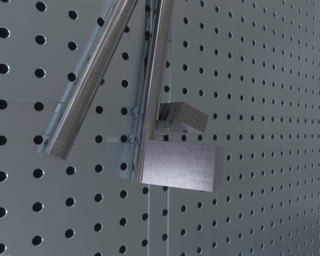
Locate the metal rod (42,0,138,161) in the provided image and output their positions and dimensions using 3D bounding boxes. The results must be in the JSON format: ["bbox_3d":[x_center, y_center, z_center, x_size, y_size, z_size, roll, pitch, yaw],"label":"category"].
[{"bbox_3d":[-0.059,-0.105,0.359,0.025,0.025,0.299,32,70,-36],"label":"metal rod"}]

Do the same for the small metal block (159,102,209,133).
[{"bbox_3d":[0.028,-0.013,0.417,0.050,0.050,0.025,24,75,-38],"label":"small metal block"}]

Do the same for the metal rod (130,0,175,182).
[{"bbox_3d":[-0.005,-0.080,0.405,0.025,0.025,0.298,13,82,-39],"label":"metal rod"}]

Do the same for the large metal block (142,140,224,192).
[{"bbox_3d":[0.032,0.044,0.381,0.080,0.080,0.050,16,78,-72],"label":"large metal block"}]

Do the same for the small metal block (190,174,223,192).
[{"bbox_3d":[0.063,0.060,0.463,0.050,0.025,0.050,-29,109,-36],"label":"small metal block"}]
